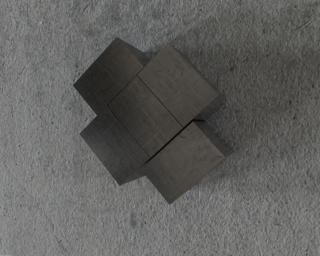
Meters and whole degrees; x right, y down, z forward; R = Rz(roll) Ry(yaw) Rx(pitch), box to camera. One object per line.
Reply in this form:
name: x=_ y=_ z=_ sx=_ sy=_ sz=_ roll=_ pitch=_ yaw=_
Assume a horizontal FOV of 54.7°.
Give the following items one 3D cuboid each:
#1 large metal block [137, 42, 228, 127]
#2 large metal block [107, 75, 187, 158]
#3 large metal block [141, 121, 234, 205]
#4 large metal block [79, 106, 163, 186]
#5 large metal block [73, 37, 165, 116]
large metal block: x=0.031 y=-0.047 z=0.370 sx=0.050 sy=0.080 sz=0.080 roll=-44 pitch=77 yaw=15
large metal block: x=-0.005 y=-0.013 z=0.382 sx=0.050 sy=0.080 sz=0.080 roll=-44 pitch=77 yaw=15
large metal block: x=0.036 y=0.038 z=0.368 sx=0.080 sy=0.080 sz=0.050 roll=-44 pitch=77 yaw=14
large metal block: x=-0.040 y=0.020 z=0.395 sx=0.050 sy=0.080 sz=0.080 roll=-44 pitch=77 yaw=15
large metal block: x=-0.048 y=-0.060 z=0.397 sx=0.080 sy=0.080 sz=0.050 roll=-44 pitch=77 yaw=14
